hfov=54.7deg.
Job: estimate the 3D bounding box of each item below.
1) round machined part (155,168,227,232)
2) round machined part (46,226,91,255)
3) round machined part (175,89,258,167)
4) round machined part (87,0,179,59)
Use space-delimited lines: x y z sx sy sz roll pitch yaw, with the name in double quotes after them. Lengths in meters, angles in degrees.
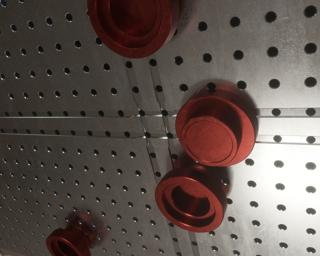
0.046 0.095 0.434 0.098 0.042 0.097 13 124 20 "round machined part"
-0.185 0.246 0.647 0.098 0.042 0.097 13 124 20 "round machined part"
0.063 0.007 0.370 0.098 0.042 0.097 13 124 20 "round machined part"
-0.025 -0.128 0.333 0.098 0.042 0.097 13 124 20 "round machined part"
